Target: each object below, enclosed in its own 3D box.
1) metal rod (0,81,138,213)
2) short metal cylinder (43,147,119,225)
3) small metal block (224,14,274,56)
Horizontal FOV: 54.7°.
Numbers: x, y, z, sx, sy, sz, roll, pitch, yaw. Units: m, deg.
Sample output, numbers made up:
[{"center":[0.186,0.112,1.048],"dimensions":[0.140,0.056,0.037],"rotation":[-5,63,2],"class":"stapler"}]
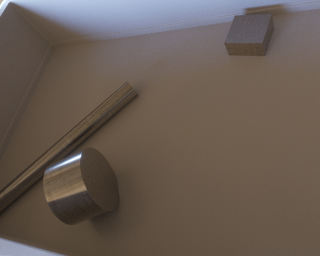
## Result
[{"center":[-0.154,0.038,0.461],"dimensions":[0.300,0.025,0.025],"rotation":[-41,51,0],"class":"metal rod"},{"center":[-0.093,0.070,0.375],"dimensions":[0.050,0.080,0.080],"rotation":[-24,53,13],"class":"short metal cylinder"},{"center":[0.121,-0.125,0.419],"dimensions":[0.050,0.025,0.050],"rotation":[10,67,32],"class":"small metal block"}]
